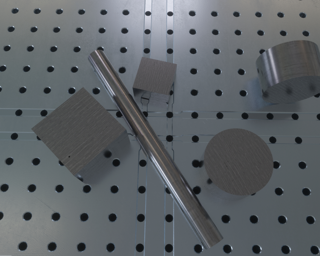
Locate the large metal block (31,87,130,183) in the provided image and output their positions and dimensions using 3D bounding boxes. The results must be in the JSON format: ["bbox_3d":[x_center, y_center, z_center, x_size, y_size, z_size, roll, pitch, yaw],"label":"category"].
[{"bbox_3d":[-0.097,0.010,0.394,0.080,0.050,0.080,-43,76,-14],"label":"large metal block"}]

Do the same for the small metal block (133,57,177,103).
[{"bbox_3d":[-0.007,-0.068,0.436,0.050,0.025,0.050,13,70,4],"label":"small metal block"}]

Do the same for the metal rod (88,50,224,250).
[{"bbox_3d":[-0.014,0.015,0.405,0.025,0.025,0.299,-30,73,-10],"label":"metal rod"}]

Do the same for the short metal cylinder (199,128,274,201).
[{"bbox_3d":[0.091,0.046,0.382,0.081,0.050,0.080,0,70,0],"label":"short metal cylinder"}]

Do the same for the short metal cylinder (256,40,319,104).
[{"bbox_3d":[0.172,-0.071,0.410,0.081,0.080,0.050,-4,70,-2],"label":"short metal cylinder"}]
